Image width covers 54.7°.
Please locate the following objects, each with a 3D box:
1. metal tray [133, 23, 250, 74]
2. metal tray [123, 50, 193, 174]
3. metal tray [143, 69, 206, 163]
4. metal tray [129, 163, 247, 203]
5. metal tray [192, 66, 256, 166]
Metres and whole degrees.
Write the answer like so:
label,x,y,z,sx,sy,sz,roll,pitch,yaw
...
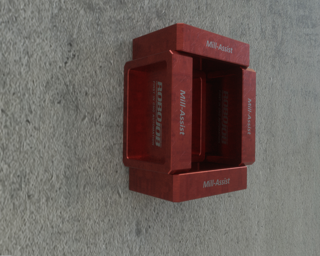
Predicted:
label,x,y,z,sx,sy,sz,roll,pitch,yaw
metal tray,0.042,-0.096,0.400,0.131,0.090,0.030,1,90,-40
metal tray,-0.005,-0.017,0.360,0.030,0.090,0.129,1,89,-40
metal tray,0.021,-0.017,0.423,0.091,0.030,0.129,1,89,-40
metal tray,0.038,0.064,0.397,0.131,0.090,0.030,1,90,-40
metal tray,0.088,-0.015,0.439,0.030,0.090,0.129,1,89,-40
